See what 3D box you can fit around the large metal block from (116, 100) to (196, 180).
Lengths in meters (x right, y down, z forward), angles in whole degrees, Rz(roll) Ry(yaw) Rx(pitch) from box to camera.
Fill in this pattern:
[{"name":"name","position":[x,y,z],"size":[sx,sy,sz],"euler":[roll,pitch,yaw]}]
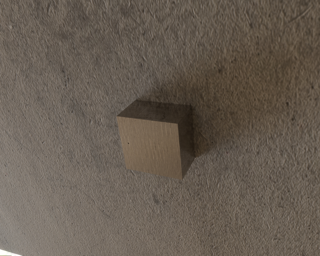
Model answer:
[{"name":"large metal block","position":[-0.002,0.013,0.400],"size":[0.080,0.050,0.079],"euler":[8,122,24]}]
